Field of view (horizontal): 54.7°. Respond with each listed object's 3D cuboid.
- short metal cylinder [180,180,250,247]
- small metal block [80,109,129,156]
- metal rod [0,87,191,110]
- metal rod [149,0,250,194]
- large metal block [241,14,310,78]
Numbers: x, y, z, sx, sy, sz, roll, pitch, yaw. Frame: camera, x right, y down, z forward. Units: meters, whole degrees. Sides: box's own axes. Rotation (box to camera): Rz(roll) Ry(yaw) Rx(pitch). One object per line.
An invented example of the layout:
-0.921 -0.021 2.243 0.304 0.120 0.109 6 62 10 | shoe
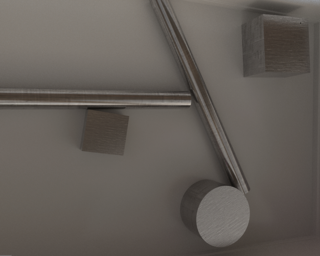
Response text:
0.075 0.115 0.427 0.081 0.050 0.079 0 90 -20 | short metal cylinder
-0.069 0.006 0.386 0.050 0.025 0.050 9 87 -20 | small metal block
-0.104 -0.035 0.372 0.303 0.025 0.025 -1 91 -21 | metal rod
0.059 -0.041 0.433 0.025 0.025 0.299 -28 100 -18 | metal rod
0.172 -0.119 0.463 0.081 0.050 0.079 -3 91 -20 | large metal block
